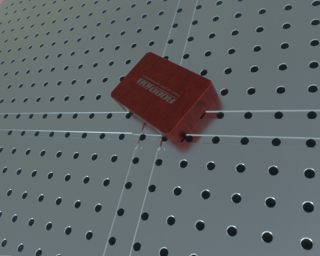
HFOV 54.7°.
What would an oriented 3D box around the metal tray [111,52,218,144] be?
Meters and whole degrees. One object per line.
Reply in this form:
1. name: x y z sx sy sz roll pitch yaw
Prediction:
1. metal tray: 0.002 -0.046 0.431 0.130 0.030 0.090 35 81 38
